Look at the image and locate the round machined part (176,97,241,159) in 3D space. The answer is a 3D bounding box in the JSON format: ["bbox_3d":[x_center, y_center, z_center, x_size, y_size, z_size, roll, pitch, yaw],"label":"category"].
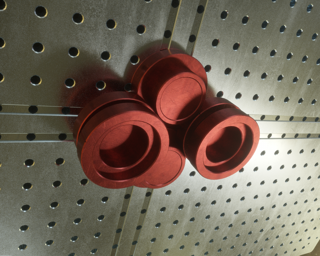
[{"bbox_3d":[0.066,0.001,0.435,0.099,0.042,0.097,-14,124,-21],"label":"round machined part"}]

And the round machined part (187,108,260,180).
[{"bbox_3d":[0.079,0.017,0.411,0.099,0.042,0.097,-14,124,-21],"label":"round machined part"}]

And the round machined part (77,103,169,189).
[{"bbox_3d":[-0.043,0.016,0.344,0.099,0.042,0.097,-14,124,-21],"label":"round machined part"}]

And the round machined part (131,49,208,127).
[{"bbox_3d":[0.017,-0.043,0.382,0.099,0.042,0.097,-14,124,-21],"label":"round machined part"}]

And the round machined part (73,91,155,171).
[{"bbox_3d":[-0.054,0.001,0.370,0.099,0.042,0.097,-14,124,-21],"label":"round machined part"}]

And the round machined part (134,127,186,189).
[{"bbox_3d":[-0.005,0.043,0.423,0.099,0.042,0.097,-14,124,-21],"label":"round machined part"}]
